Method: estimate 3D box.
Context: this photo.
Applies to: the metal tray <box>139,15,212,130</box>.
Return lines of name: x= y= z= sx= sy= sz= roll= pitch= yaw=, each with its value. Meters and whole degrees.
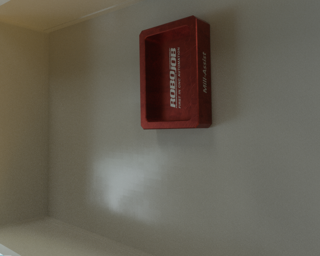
metal tray: x=0.017 y=-0.064 z=0.389 sx=0.090 sy=0.030 sz=0.129 roll=-2 pitch=89 yaw=40
